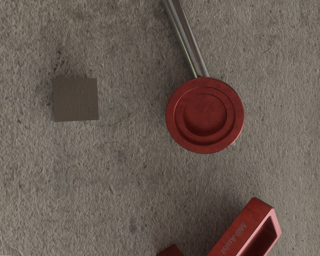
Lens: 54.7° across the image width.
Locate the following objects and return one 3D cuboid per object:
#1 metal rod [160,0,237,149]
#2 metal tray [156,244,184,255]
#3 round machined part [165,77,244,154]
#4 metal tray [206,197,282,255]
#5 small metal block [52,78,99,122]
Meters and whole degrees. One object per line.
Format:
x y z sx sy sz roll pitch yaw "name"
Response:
0.040 -0.110 0.424 0.025 0.025 0.299 -26 99 -18 "metal rod"
0.046 0.223 0.391 0.030 0.090 0.129 -29 100 -12 "metal tray"
0.059 -0.019 0.408 0.098 0.042 0.097 2 104 9 "round machined part"
0.113 0.170 0.427 0.130 0.030 0.090 -46 134 -15 "metal tray"
-0.102 -0.033 0.372 0.050 0.025 0.050 -3 91 -20 "small metal block"
